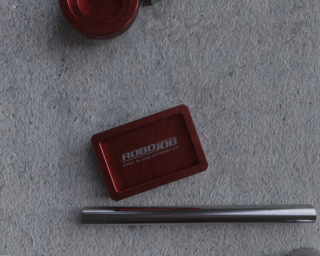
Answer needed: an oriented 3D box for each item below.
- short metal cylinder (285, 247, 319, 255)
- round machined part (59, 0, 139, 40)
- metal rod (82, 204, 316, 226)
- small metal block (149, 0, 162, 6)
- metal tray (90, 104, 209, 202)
[{"bbox_3d":[0.200,0.204,0.400,0.081,0.050,0.079,0,90,-1],"label":"short metal cylinder"},{"bbox_3d":[-0.076,-0.162,0.400,0.099,0.042,0.097,0,90,-1],"label":"round machined part"},{"bbox_3d":[0.051,0.115,0.410,0.302,0.025,0.025,0,90,-1],"label":"metal rod"},{"bbox_3d":[-0.001,-0.201,0.410,0.050,0.025,0.050,-28,90,-1],"label":"small metal block"},{"bbox_3d":[-0.013,0.031,0.407,0.131,0.030,0.090,-19,90,-1],"label":"metal tray"}]
